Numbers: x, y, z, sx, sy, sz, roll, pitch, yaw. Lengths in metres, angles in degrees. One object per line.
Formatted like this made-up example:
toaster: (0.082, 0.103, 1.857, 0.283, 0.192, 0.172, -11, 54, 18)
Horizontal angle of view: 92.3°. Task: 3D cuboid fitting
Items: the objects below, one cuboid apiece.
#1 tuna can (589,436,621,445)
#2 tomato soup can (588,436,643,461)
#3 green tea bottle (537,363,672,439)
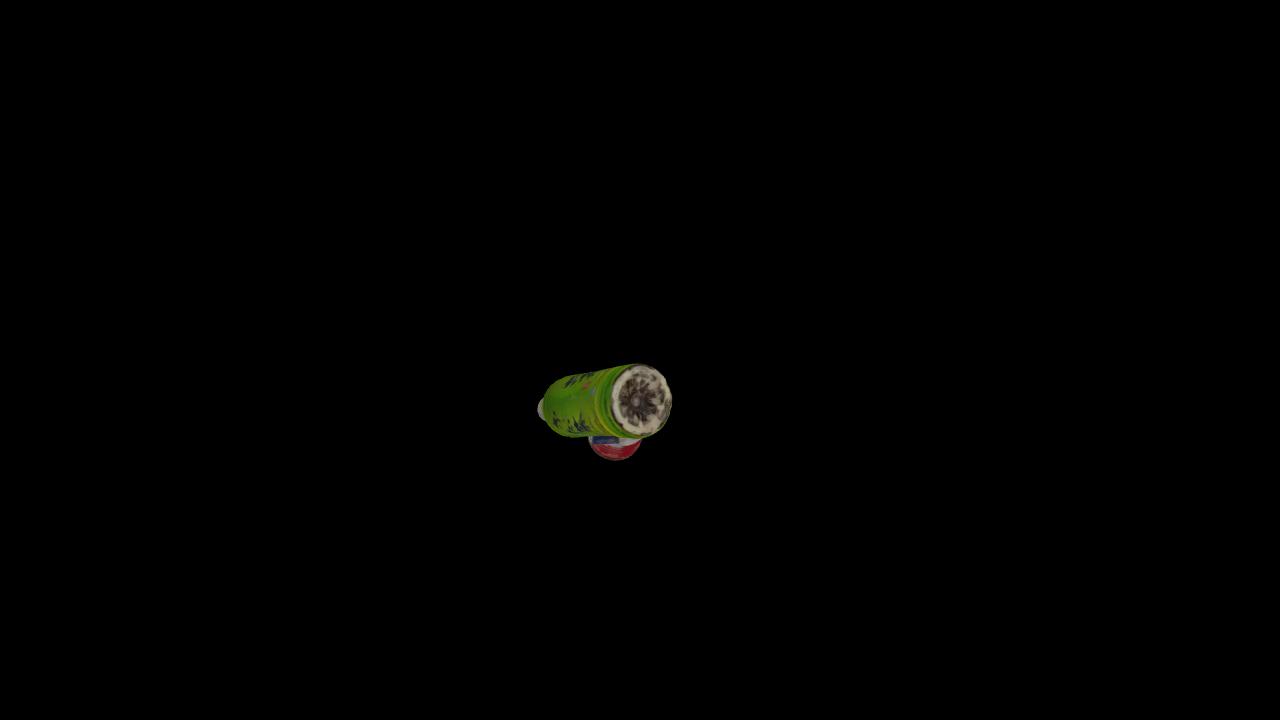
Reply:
tuna can: (-0.041, 0.054, 0.695, 0.034, 0.084, 0.084, -2, 0, -9)
tomato soup can: (-0.023, 0.068, 0.715, 0.068, 0.068, 0.101, 0, -29, -12)
green tea bottle: (-0.051, 0.048, 0.640, 0.073, 0.073, 0.212, 0, -8, -31)
